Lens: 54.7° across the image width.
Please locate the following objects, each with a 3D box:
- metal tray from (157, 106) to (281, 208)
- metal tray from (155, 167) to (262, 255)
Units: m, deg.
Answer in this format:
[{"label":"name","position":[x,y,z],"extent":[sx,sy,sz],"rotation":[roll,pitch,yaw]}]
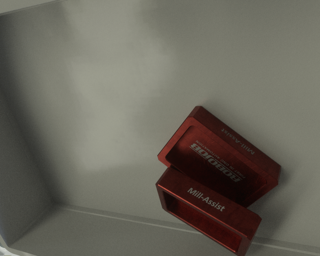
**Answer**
[{"label":"metal tray","position":[0.072,0.044,0.394],"extent":[0.130,0.030,0.089],"rotation":[37,129,3]},{"label":"metal tray","position":[0.060,0.111,0.407],"extent":[0.130,0.030,0.090],"rotation":[26,152,24]}]
